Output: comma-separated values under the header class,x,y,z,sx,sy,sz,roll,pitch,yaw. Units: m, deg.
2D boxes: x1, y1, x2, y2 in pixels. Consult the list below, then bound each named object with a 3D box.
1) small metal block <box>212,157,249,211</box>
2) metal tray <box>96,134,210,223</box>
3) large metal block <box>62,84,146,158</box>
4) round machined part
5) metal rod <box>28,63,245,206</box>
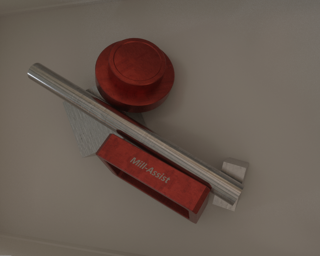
class,x,y,z,sx,sy,sz,roll,pitch,yaw
small metal block,0.085,0.064,0.365,0.025,0.050,0.050,15,95,19
metal tray,-0.006,0.063,0.372,0.130,0.090,0.030,28,72,17
large metal block,-0.072,-0.013,0.420,0.080,0.050,0.080,-24,82,18
round machined part,-0.030,-0.071,0.382,0.099,0.042,0.098,5,65,-10
metal rod,-0.041,-0.002,0.368,0.301,0.025,0.025,31,100,17
